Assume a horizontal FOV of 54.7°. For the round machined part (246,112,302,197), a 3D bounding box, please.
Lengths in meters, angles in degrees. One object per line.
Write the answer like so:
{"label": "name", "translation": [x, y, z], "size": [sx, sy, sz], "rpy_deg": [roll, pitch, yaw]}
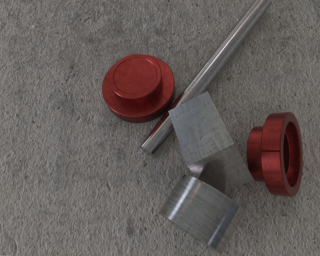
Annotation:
{"label": "round machined part", "translation": [0.136, 0.031, 0.369], "size": [0.042, 0.098, 0.098], "rpy_deg": [-3, 65, 37]}

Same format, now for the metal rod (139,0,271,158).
{"label": "metal rod", "translation": [0.072, -0.083, 0.438], "size": [0.025, 0.025, 0.300], "rpy_deg": [35, 73, 11]}

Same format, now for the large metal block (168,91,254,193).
{"label": "large metal block", "translation": [0.058, 0.019, 0.353], "size": [0.050, 0.080, 0.080], "rpy_deg": [-27, 47, 11]}

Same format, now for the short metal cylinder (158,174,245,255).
{"label": "short metal cylinder", "translation": [0.045, 0.095, 0.344], "size": [0.080, 0.080, 0.050], "rpy_deg": [31, 75, 10]}

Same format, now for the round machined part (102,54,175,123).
{"label": "round machined part", "translation": [-0.030, -0.059, 0.414], "size": [0.099, 0.042, 0.098], "rpy_deg": [-2, 66, 5]}
